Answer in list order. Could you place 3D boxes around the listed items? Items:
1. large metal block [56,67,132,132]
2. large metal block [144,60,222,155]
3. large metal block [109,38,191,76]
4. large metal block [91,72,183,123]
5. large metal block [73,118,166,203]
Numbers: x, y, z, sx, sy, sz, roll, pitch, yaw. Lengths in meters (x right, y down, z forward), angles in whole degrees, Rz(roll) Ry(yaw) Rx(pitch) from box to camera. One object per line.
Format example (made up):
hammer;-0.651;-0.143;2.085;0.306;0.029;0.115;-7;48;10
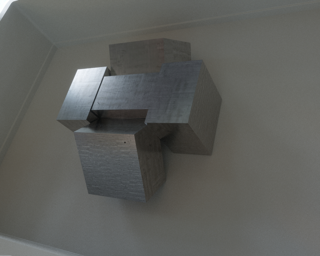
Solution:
large metal block;-0.084;-0.027;0.430;0.050;0.080;0.080;1;62;29
large metal block;0.032;-0.022;0.366;0.050;0.080;0.080;1;62;29
large metal block;-0.010;-0.089;0.422;0.080;0.080;0.050;2;100;29
large metal block;-0.025;-0.025;0.397;0.080;0.080;0.050;1;62;28
large metal block;-0.045;0.034;0.363;0.080;0.079;0.050;1;21;27
